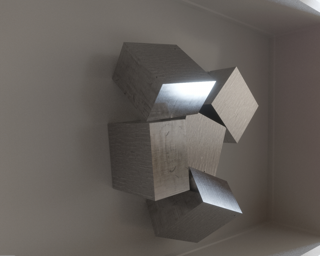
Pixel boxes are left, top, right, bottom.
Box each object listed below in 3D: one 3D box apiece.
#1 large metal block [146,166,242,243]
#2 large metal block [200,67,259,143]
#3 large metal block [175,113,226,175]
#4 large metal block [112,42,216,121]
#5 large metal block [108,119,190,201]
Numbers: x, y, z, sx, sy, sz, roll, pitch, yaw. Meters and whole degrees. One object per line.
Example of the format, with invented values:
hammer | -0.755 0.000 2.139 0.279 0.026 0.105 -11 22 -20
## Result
large metal block | 0.043 0.102 0.399 0.080 0.080 0.050 26 32 -39
large metal block | 0.096 -0.034 0.472 0.080 0.050 0.080 52 60 -28
large metal block | 0.039 0.024 0.424 0.080 0.050 0.080 24 75 -38
large metal block | 0.003 -0.057 0.366 0.081 0.080 0.050 -10 138 -39
large metal block | -0.015 0.032 0.359 0.050 0.080 0.079 -7 95 -40
